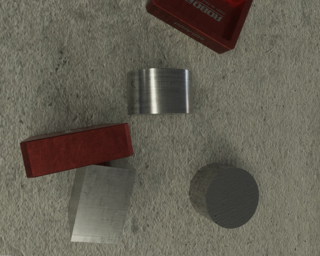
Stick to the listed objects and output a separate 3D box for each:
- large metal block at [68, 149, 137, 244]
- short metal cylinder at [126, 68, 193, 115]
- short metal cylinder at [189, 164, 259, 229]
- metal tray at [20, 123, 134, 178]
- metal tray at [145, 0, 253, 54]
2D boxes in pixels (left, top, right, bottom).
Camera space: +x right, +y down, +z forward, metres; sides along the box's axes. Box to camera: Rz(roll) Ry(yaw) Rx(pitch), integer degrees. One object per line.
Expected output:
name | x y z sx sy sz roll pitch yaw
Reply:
large metal block | -0.069 0.072 0.349 0.050 0.080 0.080 11 94 -20
short metal cylinder | 0.000 -0.041 0.380 0.081 0.080 0.050 -2 91 -20
short metal cylinder | 0.088 0.091 0.428 0.081 0.050 0.079 0 90 -20
metal tray | -0.089 0.017 0.320 0.091 0.130 0.030 -11 94 -20
metal tray | 0.057 -0.172 0.426 0.131 0.030 0.090 25 82 -19
